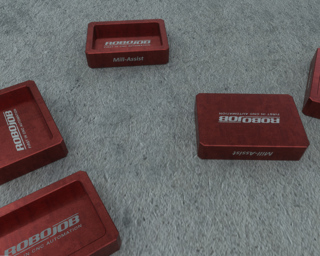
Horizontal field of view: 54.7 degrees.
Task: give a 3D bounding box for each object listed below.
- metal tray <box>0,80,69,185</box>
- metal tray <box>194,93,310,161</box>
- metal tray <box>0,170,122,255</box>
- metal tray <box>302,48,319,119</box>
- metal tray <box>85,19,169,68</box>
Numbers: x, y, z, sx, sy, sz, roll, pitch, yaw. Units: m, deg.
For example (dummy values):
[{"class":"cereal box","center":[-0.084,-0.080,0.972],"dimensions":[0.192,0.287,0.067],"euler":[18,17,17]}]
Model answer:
[{"class":"metal tray","center":[-0.185,0.000,0.398],"dimensions":[0.091,0.030,0.130],"euler":[-24,54,-19]},{"class":"metal tray","center":[0.113,-0.004,0.403],"dimensions":[0.131,0.030,0.090],"euler":[1,50,0]},{"class":"metal tray","center":[-0.116,0.109,0.307],"dimensions":[0.131,0.030,0.090],"euler":[-25,55,-20]},{"class":"metal tray","center":[0.266,-0.061,0.452],"dimensions":[0.090,0.030,0.130],"euler":[18,52,14]},{"class":"metal tray","center":[-0.054,-0.143,0.519],"dimensions":[0.131,0.030,0.090],"euler":[-4,50,-4]}]
